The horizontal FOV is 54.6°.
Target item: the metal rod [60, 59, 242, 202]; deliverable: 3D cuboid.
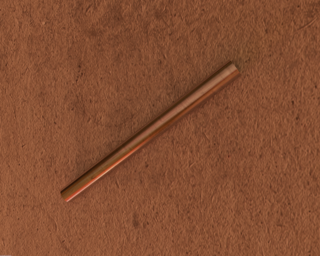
[{"bbox_3d":[-0.023,0.013,0.419,0.300,0.025,0.025,-37,78,16],"label":"metal rod"}]
